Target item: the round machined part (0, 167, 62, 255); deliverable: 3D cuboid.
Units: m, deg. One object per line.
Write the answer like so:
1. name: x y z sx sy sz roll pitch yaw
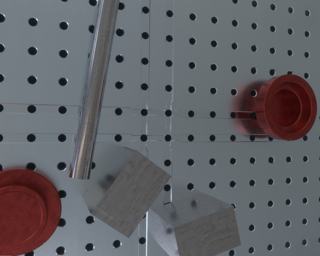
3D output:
1. round machined part: -0.161 0.095 0.344 0.099 0.042 0.097 0 90 -20

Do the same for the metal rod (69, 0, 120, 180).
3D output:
1. metal rod: -0.075 -0.087 0.384 0.025 0.025 0.298 10 87 -20

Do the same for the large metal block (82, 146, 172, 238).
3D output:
1. large metal block: -0.042 0.070 0.368 0.050 0.080 0.080 39 78 -16

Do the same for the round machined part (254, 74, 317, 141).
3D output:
1. round machined part: 0.185 -0.030 0.472 0.099 0.042 0.097 0 90 -20

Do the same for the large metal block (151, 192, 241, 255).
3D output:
1. large metal block: 0.043 0.127 0.400 0.081 0.080 0.050 -13 95 -20
